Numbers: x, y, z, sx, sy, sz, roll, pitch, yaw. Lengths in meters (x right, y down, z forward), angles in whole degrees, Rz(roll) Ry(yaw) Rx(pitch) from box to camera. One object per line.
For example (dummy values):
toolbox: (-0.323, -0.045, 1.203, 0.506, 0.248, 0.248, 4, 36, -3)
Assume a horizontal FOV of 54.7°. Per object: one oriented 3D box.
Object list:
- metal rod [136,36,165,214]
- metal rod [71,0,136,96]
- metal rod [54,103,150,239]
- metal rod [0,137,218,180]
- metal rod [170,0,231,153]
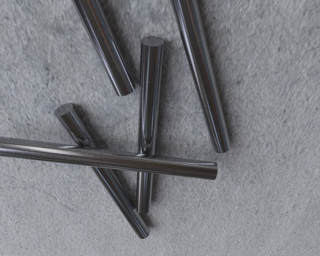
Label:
metal rod: (-0.018, 0.021, 0.424, 0.025, 0.025, 0.298, 3, 130, -3)
metal rod: (-0.084, -0.154, 0.274, 0.025, 0.025, 0.299, -13, 129, 10)
metal rod: (-0.075, 0.085, 0.478, 0.025, 0.025, 0.299, -14, 129, 11)
metal rod: (-0.074, 0.040, 0.405, 0.302, 0.025, 0.025, 7, 130, -7)
metal rod: (0.041, -0.082, 0.337, 0.025, 0.025, 0.299, -14, 129, 11)
